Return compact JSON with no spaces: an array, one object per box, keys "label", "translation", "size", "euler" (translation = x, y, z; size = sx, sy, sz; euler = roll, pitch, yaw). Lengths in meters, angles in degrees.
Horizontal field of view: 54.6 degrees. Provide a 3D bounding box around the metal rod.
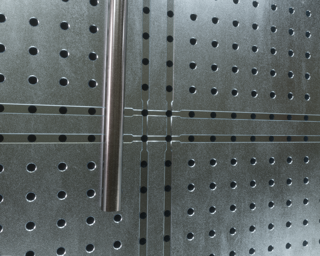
[{"label":"metal rod","translation":[-0.057,-0.047,0.391],"size":[0.025,0.025,0.298],"euler":[2,89,-20]}]
